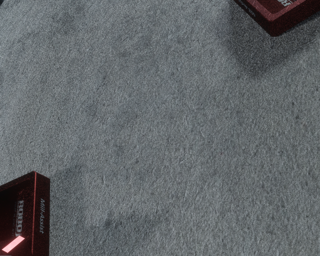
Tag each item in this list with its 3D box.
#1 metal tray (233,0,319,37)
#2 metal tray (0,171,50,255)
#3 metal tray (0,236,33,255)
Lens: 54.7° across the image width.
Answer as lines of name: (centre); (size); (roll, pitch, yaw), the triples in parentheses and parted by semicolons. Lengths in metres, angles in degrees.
metal tray: (0.162, -0.194, 0.434); (0.090, 0.030, 0.130); (-31, 52, 8)
metal tray: (-0.196, 0.134, 0.421); (0.090, 0.030, 0.130); (-24, 53, 13)
metal tray: (-0.199, 0.186, 0.357); (0.130, 0.030, 0.090); (-21, 96, 15)
